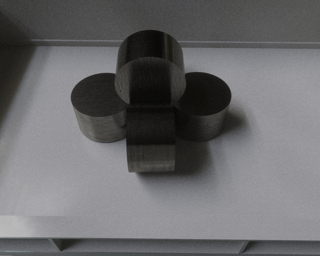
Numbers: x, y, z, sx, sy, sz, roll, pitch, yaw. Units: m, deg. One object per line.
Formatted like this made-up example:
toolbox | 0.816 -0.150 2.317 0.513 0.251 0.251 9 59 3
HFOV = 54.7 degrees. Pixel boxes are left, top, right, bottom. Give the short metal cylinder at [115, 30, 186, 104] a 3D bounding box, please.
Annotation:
short metal cylinder | -0.011 -0.067 0.366 0.081 0.080 0.050 -1 50 -1

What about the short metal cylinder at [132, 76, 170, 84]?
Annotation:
short metal cylinder | -0.013 -0.088 0.441 0.050 0.080 0.080 -1 50 -2

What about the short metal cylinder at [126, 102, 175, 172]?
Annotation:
short metal cylinder | -0.010 0.011 0.358 0.050 0.080 0.080 -1 50 -2

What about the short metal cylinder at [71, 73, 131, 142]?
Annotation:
short metal cylinder | -0.071 -0.028 0.409 0.080 0.050 0.080 0 50 0

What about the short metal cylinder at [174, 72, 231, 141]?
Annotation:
short metal cylinder | 0.050 -0.029 0.411 0.080 0.050 0.080 0 50 0
